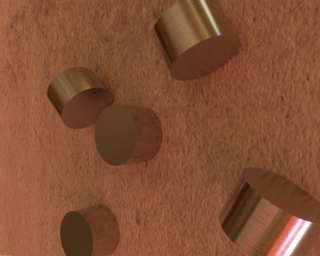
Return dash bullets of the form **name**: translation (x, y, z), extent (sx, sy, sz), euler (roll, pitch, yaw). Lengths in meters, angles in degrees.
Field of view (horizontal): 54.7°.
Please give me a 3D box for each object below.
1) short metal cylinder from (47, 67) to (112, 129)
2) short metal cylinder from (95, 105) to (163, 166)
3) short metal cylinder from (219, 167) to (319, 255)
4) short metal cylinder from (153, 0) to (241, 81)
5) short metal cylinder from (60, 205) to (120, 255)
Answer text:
- **short metal cylinder**: translation (-0.120, -0.044, 0.465), extent (0.050, 0.081, 0.080), euler (50, 119, 28)
- **short metal cylinder**: translation (-0.043, 0.009, 0.422), extent (0.080, 0.050, 0.079), euler (0, 90, 39)
- **short metal cylinder**: translation (0.102, 0.079, 0.284), extent (0.080, 0.081, 0.050), euler (36, 112, 34)
- **short metal cylinder**: translation (0.039, -0.094, 0.336), extent (0.080, 0.081, 0.050), euler (-34, 69, 34)
- **short metal cylinder**: translation (-0.108, 0.163, 0.475), extent (0.080, 0.050, 0.079), euler (0, 90, 39)
